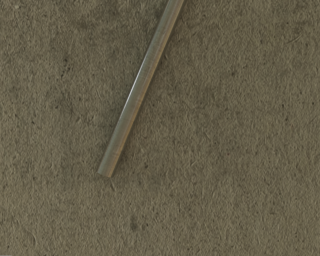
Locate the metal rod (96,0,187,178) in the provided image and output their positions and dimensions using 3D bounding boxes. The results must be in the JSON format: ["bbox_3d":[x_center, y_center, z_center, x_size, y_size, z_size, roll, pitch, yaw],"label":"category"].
[{"bbox_3d":[-0.016,-0.078,0.409,0.025,0.025,0.299,23,90,0],"label":"metal rod"}]
